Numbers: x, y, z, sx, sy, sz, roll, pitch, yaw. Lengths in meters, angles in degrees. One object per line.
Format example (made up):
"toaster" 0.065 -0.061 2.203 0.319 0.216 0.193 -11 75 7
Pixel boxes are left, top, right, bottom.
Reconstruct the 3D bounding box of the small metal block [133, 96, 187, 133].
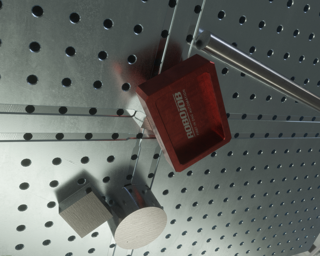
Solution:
"small metal block" 0.002 -0.022 0.400 0.050 0.025 0.050 15 111 -35

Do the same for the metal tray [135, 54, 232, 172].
"metal tray" 0.035 -0.014 0.387 0.090 0.030 0.129 -31 129 -10

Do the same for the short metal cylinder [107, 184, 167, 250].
"short metal cylinder" -0.036 0.131 0.458 0.081 0.050 0.079 -14 125 -21

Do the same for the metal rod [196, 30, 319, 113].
"metal rod" 0.171 -0.072 0.462 0.302 0.025 0.025 16 110 -35

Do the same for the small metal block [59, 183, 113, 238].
"small metal block" -0.100 0.111 0.419 0.050 0.025 0.050 -34 114 -6
